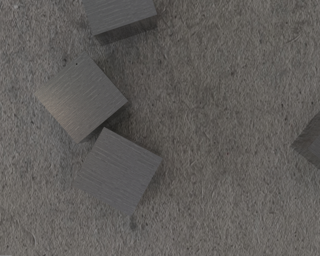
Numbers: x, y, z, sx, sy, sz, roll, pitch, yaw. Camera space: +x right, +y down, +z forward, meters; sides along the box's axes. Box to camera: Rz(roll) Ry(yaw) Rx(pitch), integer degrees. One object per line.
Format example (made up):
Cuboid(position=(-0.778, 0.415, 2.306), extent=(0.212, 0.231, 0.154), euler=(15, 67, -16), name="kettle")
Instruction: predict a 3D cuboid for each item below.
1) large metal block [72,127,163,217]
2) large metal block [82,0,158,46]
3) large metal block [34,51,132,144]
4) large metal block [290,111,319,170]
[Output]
Cuboid(position=(-0.051, 0.052, 0.397), extent=(0.080, 0.050, 0.080), euler=(29, 90, 0), name="large metal block")
Cuboid(position=(-0.054, -0.162, 0.397), extent=(0.080, 0.050, 0.080), euler=(-19, 90, 0), name="large metal block")
Cuboid(position=(-0.095, -0.037, 0.397), extent=(0.080, 0.050, 0.080), euler=(-41, 90, 0), name="large metal block")
Cuboid(position=(0.235, 0.020, 0.399), extent=(0.080, 0.050, 0.080), euler=(40, 90, 0), name="large metal block")
